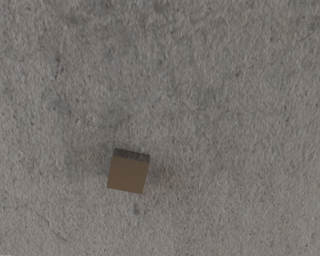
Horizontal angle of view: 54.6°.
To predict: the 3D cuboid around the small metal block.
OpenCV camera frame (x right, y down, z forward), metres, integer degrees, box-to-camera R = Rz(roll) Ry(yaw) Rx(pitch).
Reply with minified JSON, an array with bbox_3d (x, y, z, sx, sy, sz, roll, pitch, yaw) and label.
[{"bbox_3d":[-0.044,0.060,0.432,0.050,0.025,0.050,12,110,-5],"label":"small metal block"}]
